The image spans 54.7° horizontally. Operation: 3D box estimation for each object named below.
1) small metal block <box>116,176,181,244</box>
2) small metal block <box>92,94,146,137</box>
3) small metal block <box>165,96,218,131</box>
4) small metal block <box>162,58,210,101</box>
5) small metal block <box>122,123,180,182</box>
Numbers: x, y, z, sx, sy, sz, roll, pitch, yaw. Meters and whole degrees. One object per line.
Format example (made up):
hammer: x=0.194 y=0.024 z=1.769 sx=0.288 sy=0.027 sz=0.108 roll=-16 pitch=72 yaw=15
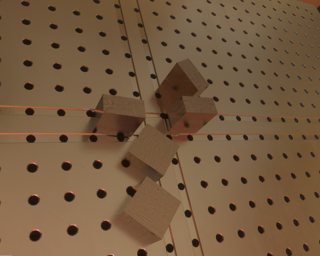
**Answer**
small metal block: x=-0.012 y=0.091 z=0.347 sx=0.050 sy=0.025 sz=0.050 roll=38 pitch=51 yaw=-3
small metal block: x=-0.051 y=-0.014 z=0.374 sx=0.050 sy=0.050 sz=0.025 roll=7 pitch=59 yaw=-25
small metal block: x=0.043 y=-0.019 z=0.429 sx=0.050 sy=0.050 sz=0.025 roll=1 pitch=62 yaw=-28
small metal block: x=0.036 y=-0.064 z=0.453 sx=0.025 sy=0.050 sz=0.050 roll=-27 pitch=77 yaw=-37
small metal block: x=-0.011 y=0.031 z=0.385 sx=0.050 sy=0.025 sz=0.050 roll=36 pitch=51 yaw=-5
